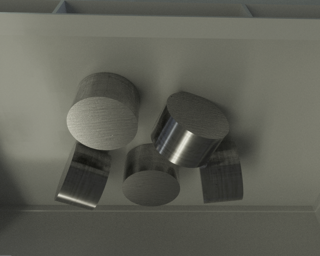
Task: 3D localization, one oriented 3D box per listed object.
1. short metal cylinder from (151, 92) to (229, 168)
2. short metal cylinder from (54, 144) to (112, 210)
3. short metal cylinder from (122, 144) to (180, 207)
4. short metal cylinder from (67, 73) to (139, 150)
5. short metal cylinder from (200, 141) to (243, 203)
[{"bbox_3d":[0.035,0.001,0.374,0.081,0.080,0.050,17,128,-14],"label":"short metal cylinder"},{"bbox_3d":[-0.106,0.067,0.426,0.050,0.080,0.080,21,127,-18],"label":"short metal cylinder"},{"bbox_3d":[-0.012,0.069,0.449,0.081,0.050,0.079,0,130,0],"label":"short metal cylinder"},{"bbox_3d":[-0.066,-0.019,0.373,0.081,0.050,0.079,0,130,0],"label":"short metal cylinder"},{"bbox_3d":[0.080,0.060,0.423,0.050,0.080,0.080,-7,130,5],"label":"short metal cylinder"}]
